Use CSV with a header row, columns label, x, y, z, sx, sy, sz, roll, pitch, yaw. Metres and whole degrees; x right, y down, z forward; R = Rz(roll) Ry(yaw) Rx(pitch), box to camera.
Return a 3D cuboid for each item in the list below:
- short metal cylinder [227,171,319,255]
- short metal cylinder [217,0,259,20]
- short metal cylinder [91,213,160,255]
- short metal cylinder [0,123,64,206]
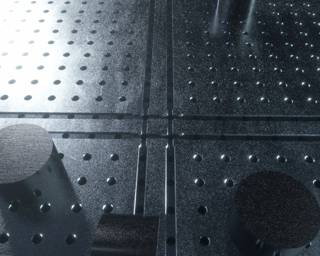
label,x,y,z,sx,sy,sz,roll,pitch,yaw
short metal cylinder,0.113,0.091,0.316,0.081,0.050,0.080,0,50,0
short metal cylinder,0.155,-0.257,0.608,0.081,0.050,0.080,0,50,0
short metal cylinder,-0.028,0.118,0.273,0.050,0.080,0.080,3,50,2
short metal cylinder,-0.158,0.041,0.356,0.081,0.050,0.080,0,50,0
